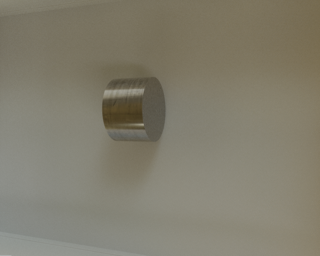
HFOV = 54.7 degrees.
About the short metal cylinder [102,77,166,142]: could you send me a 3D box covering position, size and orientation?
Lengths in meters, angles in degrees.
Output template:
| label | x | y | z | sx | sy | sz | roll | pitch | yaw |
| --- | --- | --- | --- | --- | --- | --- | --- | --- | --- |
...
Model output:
| label | x | y | z | sx | sy | sz | roll | pitch | yaw |
| --- | --- | --- | --- | --- | --- | --- | --- | --- | --- |
| short metal cylinder | -0.030 | -0.023 | 0.388 | 0.050 | 0.080 | 0.079 | 0 | 90 | 20 |
